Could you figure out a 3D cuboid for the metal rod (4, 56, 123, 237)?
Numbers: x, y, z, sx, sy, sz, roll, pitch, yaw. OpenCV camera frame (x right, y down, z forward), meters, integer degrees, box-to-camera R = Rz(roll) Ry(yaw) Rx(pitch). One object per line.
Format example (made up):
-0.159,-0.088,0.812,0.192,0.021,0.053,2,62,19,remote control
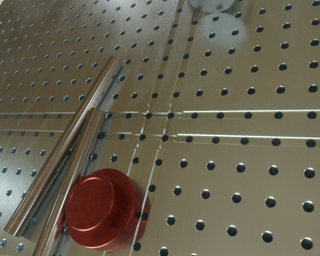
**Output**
-0.137,0.016,0.467,0.025,0.025,0.300,15,69,34,metal rod

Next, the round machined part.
-0.075,0.094,0.377,0.098,0.042,0.098,-13,56,20,round machined part

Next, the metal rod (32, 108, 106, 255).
-0.131,0.107,0.408,0.025,0.025,0.300,2,62,28,metal rod

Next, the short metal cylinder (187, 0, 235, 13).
0.080,-0.223,0.467,0.080,0.080,0.050,6,65,30,short metal cylinder
